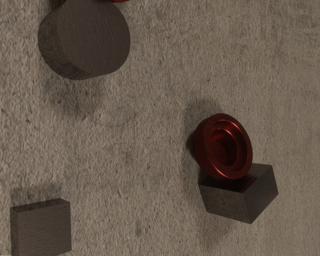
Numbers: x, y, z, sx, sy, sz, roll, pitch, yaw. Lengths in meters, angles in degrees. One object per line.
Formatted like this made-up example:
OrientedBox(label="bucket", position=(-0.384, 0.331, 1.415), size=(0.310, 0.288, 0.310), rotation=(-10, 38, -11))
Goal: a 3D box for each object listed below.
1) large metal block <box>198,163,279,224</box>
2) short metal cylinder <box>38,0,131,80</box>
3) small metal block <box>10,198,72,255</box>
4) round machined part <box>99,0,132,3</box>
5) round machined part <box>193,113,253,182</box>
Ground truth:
OrientedBox(label="large metal block", position=(0.120, 0.093, 0.472), size=(0.081, 0.080, 0.050), rotation=(-30, 109, -36))
OrientedBox(label="short metal cylinder", position=(-0.078, -0.092, 0.324), size=(0.081, 0.050, 0.079), rotation=(0, 90, -40))
OrientedBox(label="small metal block", position=(-0.118, 0.101, 0.308), size=(0.050, 0.025, 0.050), rotation=(-3, 92, -40))
OrientedBox(label="round machined part", position=(-0.051, -0.168, 0.328), size=(0.099, 0.098, 0.042), rotation=(-42, 153, -32))
OrientedBox(label="round machined part", position=(0.088, 0.031, 0.458), size=(0.099, 0.042, 0.098), rotation=(14, 64, -32))
